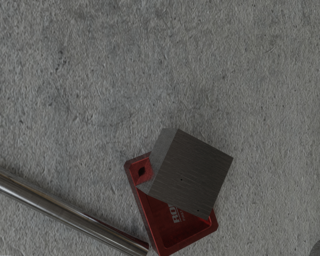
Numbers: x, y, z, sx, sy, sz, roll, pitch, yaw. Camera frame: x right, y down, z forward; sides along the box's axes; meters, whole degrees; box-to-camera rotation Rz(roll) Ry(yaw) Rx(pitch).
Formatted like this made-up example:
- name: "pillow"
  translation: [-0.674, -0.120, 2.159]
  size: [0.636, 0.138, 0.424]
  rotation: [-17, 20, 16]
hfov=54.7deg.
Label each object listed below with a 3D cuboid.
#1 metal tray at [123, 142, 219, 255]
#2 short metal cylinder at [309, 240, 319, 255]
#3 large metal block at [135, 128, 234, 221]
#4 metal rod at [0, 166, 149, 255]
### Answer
- name: "metal tray"
  translation: [0.016, 0.091, 0.412]
  size: [0.091, 0.030, 0.129]
  rotation: [-21, 97, -19]
- name: "short metal cylinder"
  translation: [0.292, 0.226, 0.504]
  size: [0.081, 0.050, 0.079]
  rotation: [0, 90, -20]
- name: "large metal block"
  translation: [0.029, 0.054, 0.374]
  size: [0.080, 0.050, 0.080]
  rotation: [28, 81, -18]
- name: "metal rod"
  translation: [-0.142, 0.081, 0.356]
  size: [0.301, 0.025, 0.025]
  rotation: [33, 79, -17]
